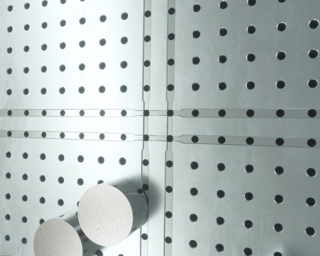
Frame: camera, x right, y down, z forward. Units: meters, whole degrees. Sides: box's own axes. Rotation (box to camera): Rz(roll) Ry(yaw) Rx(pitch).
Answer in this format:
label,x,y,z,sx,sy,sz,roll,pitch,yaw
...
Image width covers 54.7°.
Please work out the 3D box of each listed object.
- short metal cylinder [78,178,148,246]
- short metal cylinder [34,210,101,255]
label,x,y,z,sx,sy,sz,roll,pitch,yaw
short metal cylinder,-0.063,0.112,0.421,0.080,0.050,0.079,0,90,20
short metal cylinder,-0.132,0.164,0.446,0.080,0.050,0.079,0,90,20
